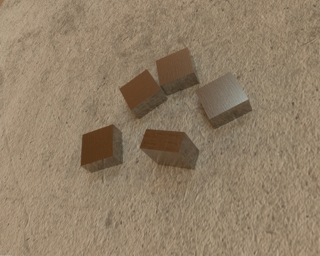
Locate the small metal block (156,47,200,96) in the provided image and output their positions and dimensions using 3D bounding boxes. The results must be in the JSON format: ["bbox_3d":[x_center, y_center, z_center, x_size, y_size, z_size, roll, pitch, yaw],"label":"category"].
[{"bbox_3d":[0.025,-0.080,0.440,0.050,0.025,0.050,-20,54,16],"label":"small metal block"}]

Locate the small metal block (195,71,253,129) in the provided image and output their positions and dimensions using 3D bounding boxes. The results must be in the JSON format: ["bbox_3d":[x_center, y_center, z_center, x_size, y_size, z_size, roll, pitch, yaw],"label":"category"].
[{"bbox_3d":[0.078,-0.034,0.384,0.050,0.025,0.050,-28,52,10],"label":"small metal block"}]

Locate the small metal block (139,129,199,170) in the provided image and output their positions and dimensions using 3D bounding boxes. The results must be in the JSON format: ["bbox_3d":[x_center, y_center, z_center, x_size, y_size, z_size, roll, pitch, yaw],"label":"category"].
[{"bbox_3d":[0.012,0.025,0.366,0.050,0.050,0.025,4,64,30],"label":"small metal block"}]

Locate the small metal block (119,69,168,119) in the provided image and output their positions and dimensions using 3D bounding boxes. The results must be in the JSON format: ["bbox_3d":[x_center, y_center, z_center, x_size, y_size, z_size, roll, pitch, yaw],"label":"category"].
[{"bbox_3d":[-0.024,-0.049,0.447,0.050,0.025,0.050,-35,51,5],"label":"small metal block"}]

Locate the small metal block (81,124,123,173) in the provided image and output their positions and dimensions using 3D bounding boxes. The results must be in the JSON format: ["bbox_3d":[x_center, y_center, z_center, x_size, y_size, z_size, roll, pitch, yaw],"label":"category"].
[{"bbox_3d":[-0.080,0.029,0.428,0.050,0.025,0.050,-18,55,17],"label":"small metal block"}]
